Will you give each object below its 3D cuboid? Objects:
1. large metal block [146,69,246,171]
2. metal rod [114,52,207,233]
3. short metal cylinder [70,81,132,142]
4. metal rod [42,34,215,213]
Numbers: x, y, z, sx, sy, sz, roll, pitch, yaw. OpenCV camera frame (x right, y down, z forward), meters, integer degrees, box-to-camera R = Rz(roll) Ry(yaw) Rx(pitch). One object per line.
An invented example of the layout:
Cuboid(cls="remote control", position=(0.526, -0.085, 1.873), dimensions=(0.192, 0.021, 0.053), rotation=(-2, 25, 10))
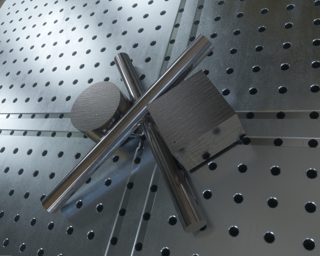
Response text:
Cuboid(cls="large metal block", position=(0.042, -0.009, 0.370), dimensions=(0.080, 0.050, 0.080), rotation=(-33, 52, 6))
Cuboid(cls="metal rod", position=(-0.013, -0.005, 0.412), dimensions=(0.025, 0.025, 0.300), rotation=(-31, 52, 8))
Cuboid(cls="short metal cylinder", position=(-0.078, -0.019, 0.440), dimensions=(0.080, 0.050, 0.080), rotation=(-13, 56, 21))
Cuboid(cls="metal rod", position=(-0.045, -0.001, 0.401), dimensions=(0.300, 0.025, 0.025), rotation=(-46, 51, 7))
